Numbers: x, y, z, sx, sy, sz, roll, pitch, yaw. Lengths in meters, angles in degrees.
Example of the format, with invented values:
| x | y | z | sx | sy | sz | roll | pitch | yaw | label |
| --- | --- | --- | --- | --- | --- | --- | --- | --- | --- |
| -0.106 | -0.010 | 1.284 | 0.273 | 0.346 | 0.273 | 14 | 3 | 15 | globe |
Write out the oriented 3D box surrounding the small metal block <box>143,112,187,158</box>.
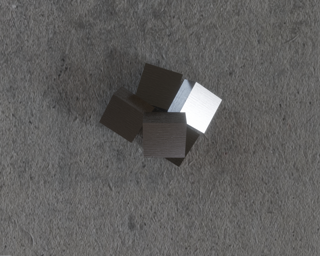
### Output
| x | y | z | sx | sy | sz | roll | pitch | yaw | label |
| --- | --- | --- | --- | --- | --- | --- | --- | --- | --- |
| 0.005 | 0.008 | 0.375 | 0.050 | 0.025 | 0.050 | 0 | 123 | -1 | small metal block |

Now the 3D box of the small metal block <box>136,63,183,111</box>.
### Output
| x | y | z | sx | sy | sz | roll | pitch | yaw | label |
| --- | --- | --- | --- | --- | --- | --- | --- | --- | --- |
| -0.002 | -0.053 | 0.411 | 0.050 | 0.025 | 0.050 | 17 | 90 | -1 | small metal block |

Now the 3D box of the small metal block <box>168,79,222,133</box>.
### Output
| x | y | z | sx | sy | sz | roll | pitch | yaw | label |
| --- | --- | --- | --- | --- | --- | --- | --- | --- | --- |
| 0.045 | -0.028 | 0.401 | 0.050 | 0.025 | 0.050 | 28 | 90 | -34 | small metal block |

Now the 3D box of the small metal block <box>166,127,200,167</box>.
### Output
| x | y | z | sx | sy | sz | roll | pitch | yaw | label |
| --- | --- | --- | --- | --- | --- | --- | --- | --- | --- |
| 0.017 | 0.016 | 0.412 | 0.050 | 0.025 | 0.050 | 33 | 90 | -1 | small metal block |

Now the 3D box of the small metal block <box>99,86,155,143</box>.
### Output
| x | y | z | sx | sy | sz | roll | pitch | yaw | label |
| --- | --- | --- | --- | --- | --- | --- | --- | --- | --- |
| -0.043 | -0.017 | 0.399 | 0.050 | 0.025 | 0.050 | 33 | 126 | -2 | small metal block |
